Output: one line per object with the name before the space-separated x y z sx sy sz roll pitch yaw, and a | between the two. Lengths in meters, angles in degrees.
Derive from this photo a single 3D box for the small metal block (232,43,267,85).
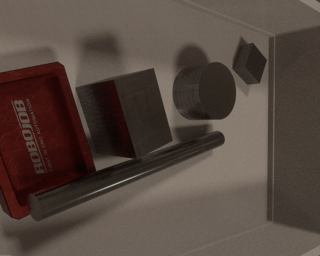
small metal block | 0.158 -0.111 0.542 0.050 0.025 0.050 35 69 -35

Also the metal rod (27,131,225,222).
metal rod | -0.008 0.042 0.375 0.302 0.025 0.025 -14 100 -47

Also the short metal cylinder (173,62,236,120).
short metal cylinder | 0.065 -0.051 0.447 0.081 0.050 0.079 0 90 -40

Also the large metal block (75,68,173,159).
large metal block | -0.040 -0.016 0.339 0.050 0.080 0.080 -25 106 -38

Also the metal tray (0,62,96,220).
metal tray | -0.123 0.009 0.301 0.091 0.030 0.129 -24 105 -38
